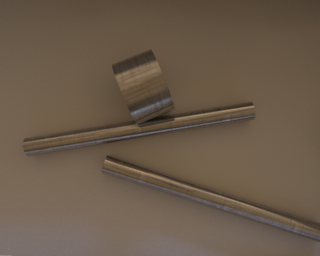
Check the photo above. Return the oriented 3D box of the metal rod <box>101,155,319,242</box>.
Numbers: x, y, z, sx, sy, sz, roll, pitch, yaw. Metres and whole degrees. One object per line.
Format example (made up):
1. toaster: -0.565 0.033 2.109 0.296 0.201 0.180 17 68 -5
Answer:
1. metal rod: 0.070 0.094 0.412 0.302 0.025 0.025 18 90 -1

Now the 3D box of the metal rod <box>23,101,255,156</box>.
1. metal rod: -0.026 0.001 0.411 0.302 0.025 0.025 -9 90 -1

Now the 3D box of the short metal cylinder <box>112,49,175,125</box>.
1. short metal cylinder: -0.020 -0.050 0.384 0.050 0.080 0.080 -22 90 0
